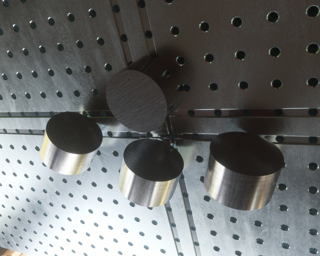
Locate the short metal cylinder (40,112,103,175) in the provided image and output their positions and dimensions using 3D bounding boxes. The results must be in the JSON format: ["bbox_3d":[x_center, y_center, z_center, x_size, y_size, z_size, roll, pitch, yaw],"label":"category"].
[{"bbox_3d":[-0.131,0.022,0.459,0.080,0.080,0.050,36,129,4],"label":"short metal cylinder"}]

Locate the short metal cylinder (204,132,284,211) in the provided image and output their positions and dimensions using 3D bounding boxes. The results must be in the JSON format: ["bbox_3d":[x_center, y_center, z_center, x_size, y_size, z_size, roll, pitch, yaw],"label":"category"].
[{"bbox_3d":[0.094,0.047,0.355,0.080,0.080,0.050,16,125,19],"label":"short metal cylinder"}]

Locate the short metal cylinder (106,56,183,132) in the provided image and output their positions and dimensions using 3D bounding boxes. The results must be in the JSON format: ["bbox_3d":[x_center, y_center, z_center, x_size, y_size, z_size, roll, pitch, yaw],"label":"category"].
[{"bbox_3d":[-0.018,-0.041,0.379,0.080,0.050,0.079,13,124,21],"label":"short metal cylinder"}]

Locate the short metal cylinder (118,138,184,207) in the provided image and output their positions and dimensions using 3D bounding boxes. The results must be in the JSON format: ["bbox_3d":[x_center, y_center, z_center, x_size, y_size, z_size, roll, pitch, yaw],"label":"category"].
[{"bbox_3d":[-0.013,0.059,0.419,0.080,0.080,0.050,25,127,12],"label":"short metal cylinder"}]
